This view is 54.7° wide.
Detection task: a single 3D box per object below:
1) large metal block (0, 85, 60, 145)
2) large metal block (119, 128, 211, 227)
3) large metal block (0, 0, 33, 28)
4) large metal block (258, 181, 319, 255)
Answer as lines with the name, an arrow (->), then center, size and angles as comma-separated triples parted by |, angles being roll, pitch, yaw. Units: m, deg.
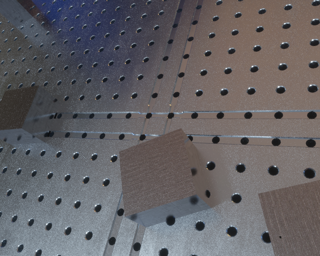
large metal block -> -0.228, -0.020, 0.522 | 0.080, 0.050, 0.080 | -4, 60, 26
large metal block -> 0.004, 0.058, 0.354 | 0.080, 0.050, 0.080 | -21, 54, 15
large metal block -> -0.356, -0.304, 0.742 | 0.050, 0.080, 0.080 | -29, 52, 10
large metal block -> 0.138, 0.092, 0.263 | 0.080, 0.050, 0.080 | -18, 55, 17
